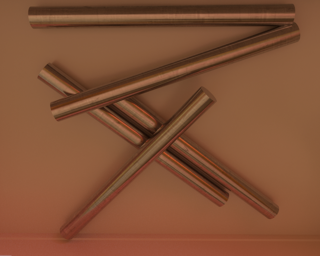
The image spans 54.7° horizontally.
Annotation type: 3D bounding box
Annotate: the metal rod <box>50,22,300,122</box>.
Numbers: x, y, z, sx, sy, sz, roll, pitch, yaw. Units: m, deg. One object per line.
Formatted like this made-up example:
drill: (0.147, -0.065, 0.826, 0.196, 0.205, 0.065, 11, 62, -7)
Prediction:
metal rod: (0.018, -0.067, 0.369, 0.302, 0.025, 0.025, -19, 109, 0)

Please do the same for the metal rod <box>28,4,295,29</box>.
metal rod: (0.003, -0.131, 0.362, 0.302, 0.025, 0.025, -1, 110, -1)

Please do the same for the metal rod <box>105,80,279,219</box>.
metal rod: (0.049, 0.037, 0.425, 0.301, 0.025, 0.025, 37, 106, -13)

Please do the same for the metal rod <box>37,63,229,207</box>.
metal rod: (-0.026, 0.016, 0.416, 0.301, 0.025, 0.025, 37, 106, -13)

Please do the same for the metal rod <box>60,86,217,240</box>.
metal rod: (-0.042, 0.059, 0.410, 0.025, 0.025, 0.299, 39, 113, -14)
